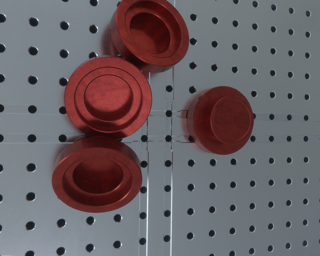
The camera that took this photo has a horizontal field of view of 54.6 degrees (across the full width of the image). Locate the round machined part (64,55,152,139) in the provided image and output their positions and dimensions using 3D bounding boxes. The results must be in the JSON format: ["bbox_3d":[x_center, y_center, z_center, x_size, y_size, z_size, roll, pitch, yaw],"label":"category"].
[{"bbox_3d":[-0.061,-0.038,0.370,0.099,0.042,0.097,-4,109,-10],"label":"round machined part"}]

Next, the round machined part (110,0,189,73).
[{"bbox_3d":[-0.016,-0.114,0.388,0.099,0.042,0.098,8,72,-27],"label":"round machined part"}]

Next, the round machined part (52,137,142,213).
[{"bbox_3d":[-0.072,0.050,0.361,0.099,0.042,0.097,-5,124,-7],"label":"round machined part"}]

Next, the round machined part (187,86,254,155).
[{"bbox_3d":[0.092,-0.011,0.437,0.099,0.042,0.097,0,90,-20],"label":"round machined part"}]
